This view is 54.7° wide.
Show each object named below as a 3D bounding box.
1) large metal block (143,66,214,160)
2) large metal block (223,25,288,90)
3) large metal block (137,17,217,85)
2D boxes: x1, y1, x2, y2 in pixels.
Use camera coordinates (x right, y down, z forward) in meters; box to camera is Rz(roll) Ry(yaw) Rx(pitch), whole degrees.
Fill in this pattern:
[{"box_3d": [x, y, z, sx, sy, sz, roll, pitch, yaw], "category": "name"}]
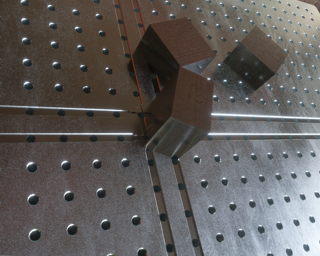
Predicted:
[{"box_3d": [0.024, -0.017, 0.398, 0.050, 0.080, 0.080, 22, 53, -16], "category": "large metal block"}, {"box_3d": [0.177, -0.130, 0.569, 0.080, 0.050, 0.080, 42, 51, 0], "category": "large metal block"}, {"box_3d": [0.026, -0.119, 0.480, 0.081, 0.050, 0.080, -26, 76, -37], "category": "large metal block"}]
